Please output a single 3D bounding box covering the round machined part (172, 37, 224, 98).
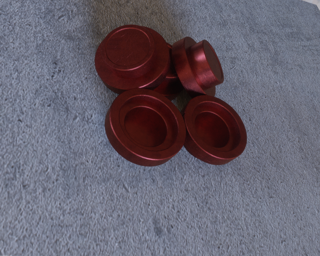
[{"bbox_3d":[0.061,-0.090,0.456,0.098,0.042,0.098,41,38,-42],"label":"round machined part"}]

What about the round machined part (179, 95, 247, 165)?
[{"bbox_3d":[0.067,0.006,0.428,0.099,0.042,0.098,14,56,-21],"label":"round machined part"}]

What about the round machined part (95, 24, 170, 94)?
[{"bbox_3d":[-0.037,-0.094,0.402,0.099,0.042,0.098,-2,69,6],"label":"round machined part"}]

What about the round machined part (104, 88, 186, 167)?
[{"bbox_3d":[-0.021,0.003,0.383,0.099,0.042,0.098,14,56,-21],"label":"round machined part"}]

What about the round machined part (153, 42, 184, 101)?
[{"bbox_3d":[-0.003,-0.088,0.447,0.099,0.042,0.098,14,56,-21],"label":"round machined part"}]
